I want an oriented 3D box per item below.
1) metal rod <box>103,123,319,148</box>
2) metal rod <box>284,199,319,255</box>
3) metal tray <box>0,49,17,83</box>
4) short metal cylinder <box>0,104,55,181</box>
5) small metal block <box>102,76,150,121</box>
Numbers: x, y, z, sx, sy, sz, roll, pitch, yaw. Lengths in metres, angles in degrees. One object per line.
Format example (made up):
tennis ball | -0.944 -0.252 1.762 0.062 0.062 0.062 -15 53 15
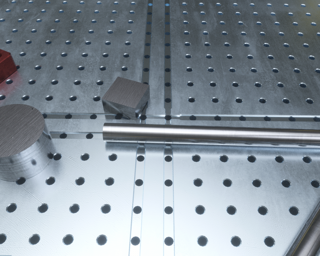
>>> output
metal rod | 0.079 0.010 0.400 0.302 0.025 0.025 2 50 1
metal rod | 0.196 0.078 0.344 0.025 0.025 0.302 35 58 25
metal tray | -0.298 -0.078 0.465 0.090 0.030 0.130 22 53 17
short metal cylinder | -0.175 0.017 0.374 0.081 0.050 0.080 1 50 -1
small metal block | -0.048 -0.043 0.443 0.050 0.025 0.050 17 52 13
